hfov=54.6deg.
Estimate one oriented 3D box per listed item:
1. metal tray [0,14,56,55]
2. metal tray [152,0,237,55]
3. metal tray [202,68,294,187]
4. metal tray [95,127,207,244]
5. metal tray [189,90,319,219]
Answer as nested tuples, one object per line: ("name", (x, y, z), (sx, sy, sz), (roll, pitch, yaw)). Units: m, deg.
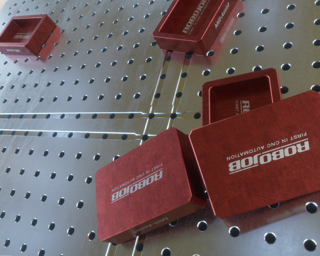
("metal tray", (-0.306, -0.209, 0.695), (0.130, 0.030, 0.090), (10, 67, 32))
("metal tray", (0.057, -0.179, 0.485), (0.090, 0.030, 0.130), (18, 71, 35))
("metal tray", (0.096, -0.002, 0.355), (0.090, 0.030, 0.130), (-10, 57, 23))
("metal tray", (-0.018, 0.067, 0.355), (0.130, 0.030, 0.090), (-31, 50, 25))
("metal tray", (0.104, 0.027, 0.304), (0.130, 0.030, 0.090), (-19, 73, 7))
